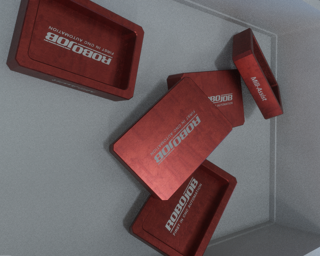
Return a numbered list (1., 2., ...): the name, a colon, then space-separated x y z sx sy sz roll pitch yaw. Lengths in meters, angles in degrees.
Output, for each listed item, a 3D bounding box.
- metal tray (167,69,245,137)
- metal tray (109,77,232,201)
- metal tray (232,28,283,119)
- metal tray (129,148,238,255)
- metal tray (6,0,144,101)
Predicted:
1. metal tray: 0.073 -0.039 0.464 0.131 0.030 0.089 -12 98 -39
2. metal tray: 0.015 0.012 0.379 0.130 0.030 0.090 -45 97 -17
3. metal tray: 0.163 -0.089 0.515 0.130 0.030 0.090 52 33 -27
4. metal tray: 0.032 0.099 0.400 0.090 0.030 0.130 33 65 1
5. metal tray: -0.083 -0.088 0.333 0.131 0.030 0.090 15 81 -39
